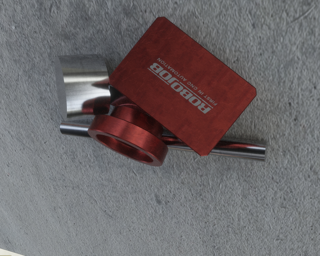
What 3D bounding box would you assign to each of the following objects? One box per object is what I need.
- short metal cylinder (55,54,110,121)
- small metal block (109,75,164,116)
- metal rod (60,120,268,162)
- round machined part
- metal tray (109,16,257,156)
[{"bbox_3d":[-0.098,-0.051,0.387,0.080,0.050,0.080,172,90,-66],"label":"short metal cylinder"},{"bbox_3d":[-0.027,-0.042,0.378,0.050,0.050,0.025,22,127,15],"label":"small metal block"},{"bbox_3d":[-0.012,0.013,0.423,0.301,0.025,0.025,6,121,25],"label":"metal rod"},{"bbox_3d":[-0.034,0.007,0.380,0.098,0.042,0.098,22,163,7],"label":"round machined part"},{"bbox_3d":[0.024,-0.043,0.333,0.130,0.030,0.090,39,90,1],"label":"metal tray"}]
